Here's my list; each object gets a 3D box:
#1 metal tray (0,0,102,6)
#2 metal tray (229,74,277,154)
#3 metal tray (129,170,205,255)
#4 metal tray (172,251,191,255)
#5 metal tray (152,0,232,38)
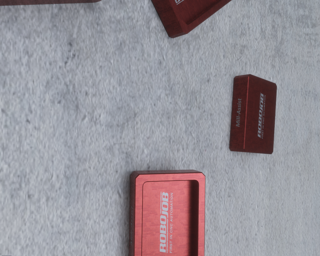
[{"bbox_3d":[-0.094,-0.142,0.284,0.131,0.090,0.030,-21,104,-38],"label":"metal tray"},{"bbox_3d":[0.165,-0.021,0.543,0.091,0.030,0.129,8,85,-40],"label":"metal tray"},{"bbox_3d":[0.009,0.119,0.389,0.091,0.030,0.129,1,89,-17],"label":"metal tray"},{"bbox_3d":[0.034,0.251,0.433,0.090,0.030,0.130,-42,116,-32],"label":"metal tray"},{"bbox_3d":[0.044,-0.198,0.440,0.131,0.030,0.090,-44,117,-31],"label":"metal tray"}]
